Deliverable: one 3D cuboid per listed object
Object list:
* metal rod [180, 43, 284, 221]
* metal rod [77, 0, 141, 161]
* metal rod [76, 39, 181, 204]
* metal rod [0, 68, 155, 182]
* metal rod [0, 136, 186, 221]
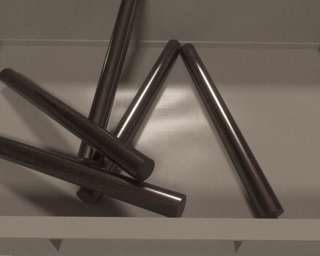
[{"bbox_3d":[0.082,-0.019,0.421,0.025,0.025,0.300,-11,51,-10],"label":"metal rod"},{"bbox_3d":[-0.056,-0.104,0.409,0.025,0.025,0.299,11,77,8],"label":"metal rod"},{"bbox_3d":[-0.028,-0.031,0.430,0.025,0.025,0.301,16,52,13],"label":"metal rod"},{"bbox_3d":[-0.122,-0.019,0.384,0.300,0.025,0.025,29,55,34],"label":"metal rod"},{"bbox_3d":[-0.117,0.041,0.343,0.301,0.025,0.025,14,51,21],"label":"metal rod"}]
